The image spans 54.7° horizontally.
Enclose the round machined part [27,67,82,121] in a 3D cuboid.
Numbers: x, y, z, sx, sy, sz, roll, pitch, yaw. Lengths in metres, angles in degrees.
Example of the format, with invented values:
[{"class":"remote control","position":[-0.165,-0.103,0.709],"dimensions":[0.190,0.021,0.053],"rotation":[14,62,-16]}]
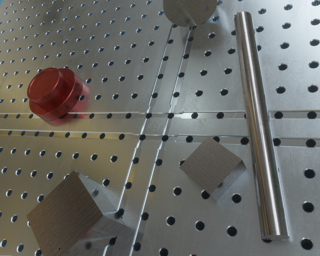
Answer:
[{"class":"round machined part","position":[-0.187,-0.065,0.533],"dimensions":[0.098,0.042,0.098],"rotation":[-13,56,20]}]

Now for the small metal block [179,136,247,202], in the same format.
[{"class":"small metal block","position":[0.059,0.045,0.349],"dimensions":[0.050,0.025,0.050],"rotation":[-47,52,-5]}]

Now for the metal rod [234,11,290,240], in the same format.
[{"class":"metal rod","position":[0.113,-0.027,0.364],"dimensions":[0.025,0.025,0.299],"rotation":[-11,57,22]}]

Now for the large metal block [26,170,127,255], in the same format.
[{"class":"large metal block","position":[-0.101,0.112,0.375],"dimensions":[0.080,0.050,0.080],"rotation":[-44,51,-3]}]

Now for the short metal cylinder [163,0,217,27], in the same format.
[{"class":"short metal cylinder","position":[0.044,-0.203,0.474],"dimensions":[0.080,0.080,0.050],"rotation":[-16,56,19]}]
